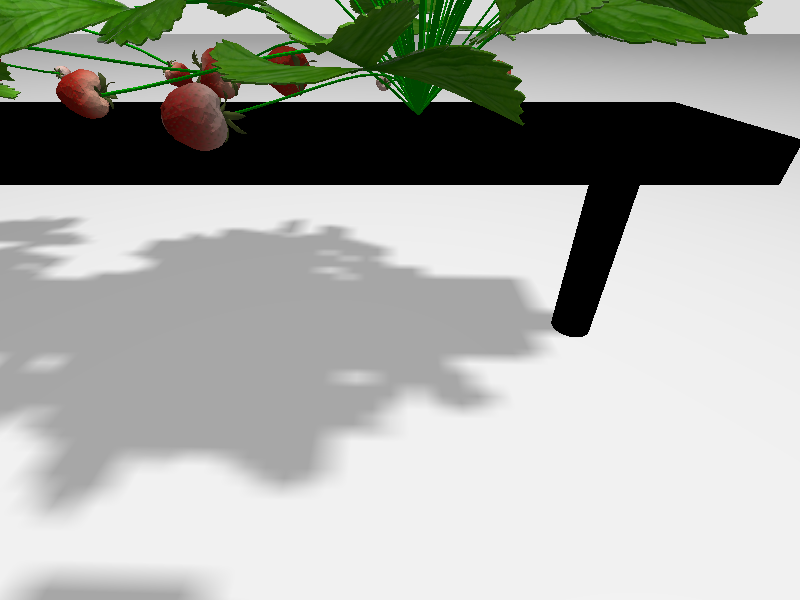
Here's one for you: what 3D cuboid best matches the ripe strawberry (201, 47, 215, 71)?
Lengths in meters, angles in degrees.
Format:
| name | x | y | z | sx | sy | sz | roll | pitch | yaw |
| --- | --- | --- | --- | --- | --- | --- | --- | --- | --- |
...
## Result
| name | x | y | z | sx | sy | sz | roll | pitch | yaw |
| --- | --- | --- | --- | --- | --- | --- | --- | --- | --- |
| ripe strawberry | -0.175 | -0.227 | 0.398 | 0.041 | 0.041 | 0.045 | -13 | 37 | -18 |

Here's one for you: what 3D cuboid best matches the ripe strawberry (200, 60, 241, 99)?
| name | x | y | z | sx | sy | sz | roll | pitch | yaw |
| --- | --- | --- | --- | --- | --- | --- | --- | --- | --- |
| ripe strawberry | -0.168 | -0.205 | 0.373 | 0.033 | 0.033 | 0.036 | 8 | 35 | 21 |

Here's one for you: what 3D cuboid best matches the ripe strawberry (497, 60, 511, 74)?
| name | x | y | z | sx | sy | sz | roll | pitch | yaw |
| --- | --- | --- | --- | --- | --- | --- | --- | --- | --- |
| ripe strawberry | 0.108 | -0.244 | 0.435 | 0.027 | 0.028 | 0.029 | 20 | 32 | 26 |

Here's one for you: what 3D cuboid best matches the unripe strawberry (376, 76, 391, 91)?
| name | x | y | z | sx | sy | sz | roll | pitch | yaw |
| --- | --- | --- | --- | --- | --- | --- | --- | --- | --- |
| unripe strawberry | -0.018 | -0.231 | 0.426 | 0.016 | 0.014 | 0.015 | -8 | 35 | -11 |

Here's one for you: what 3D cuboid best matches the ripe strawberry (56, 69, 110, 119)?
| name | x | y | z | sx | sy | sz | roll | pitch | yaw |
| --- | --- | --- | --- | --- | --- | --- | --- | --- | --- |
| ripe strawberry | -0.238 | -0.155 | 0.301 | 0.031 | 0.033 | 0.029 | -2 | 35 | -2 |

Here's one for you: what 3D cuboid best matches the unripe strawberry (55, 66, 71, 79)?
| name | x | y | z | sx | sy | sz | roll | pitch | yaw |
| --- | --- | --- | --- | --- | --- | --- | --- | --- | --- |
| unripe strawberry | -0.425 | -0.287 | 0.507 | 0.016 | 0.017 | 0.017 | 2 | 34 | 2 |

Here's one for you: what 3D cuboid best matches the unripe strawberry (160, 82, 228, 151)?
| name | x | y | z | sx | sy | sz | roll | pitch | yaw |
| --- | --- | --- | --- | --- | --- | --- | --- | --- | --- |
| unripe strawberry | -0.115 | -0.101 | 0.223 | 0.033 | 0.034 | 0.030 | -26 | 43 | -31 |

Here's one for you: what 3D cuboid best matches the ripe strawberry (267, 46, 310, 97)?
| name | x | y | z | sx | sy | sz | roll | pitch | yaw |
| --- | --- | --- | --- | --- | --- | --- | --- | --- | --- |
| ripe strawberry | -0.110 | -0.219 | 0.384 | 0.043 | 0.043 | 0.047 | 22 | 40 | 29 |

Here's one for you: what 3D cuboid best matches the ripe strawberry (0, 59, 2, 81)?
| name | x | y | z | sx | sy | sz | roll | pitch | yaw |
| --- | --- | --- | --- | --- | --- | --- | --- | --- | --- |
| ripe strawberry | -0.513 | -0.291 | 0.492 | 0.042 | 0.044 | 0.045 | -11 | 35 | -16 |

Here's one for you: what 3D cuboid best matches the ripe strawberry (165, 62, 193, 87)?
| name | x | y | z | sx | sy | sz | roll | pitch | yaw |
| --- | --- | --- | --- | --- | --- | --- | --- | --- | --- |
| ripe strawberry | -0.237 | -0.241 | 0.432 | 0.028 | 0.025 | 0.026 | 38 | 0 | 42 |
